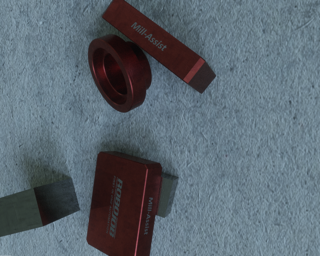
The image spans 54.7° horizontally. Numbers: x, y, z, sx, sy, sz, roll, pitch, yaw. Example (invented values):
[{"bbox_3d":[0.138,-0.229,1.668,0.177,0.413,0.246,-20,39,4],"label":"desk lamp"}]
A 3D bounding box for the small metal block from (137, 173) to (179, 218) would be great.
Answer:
[{"bbox_3d":[-0.007,0.084,0.411,0.050,0.025,0.050,15,95,19],"label":"small metal block"}]

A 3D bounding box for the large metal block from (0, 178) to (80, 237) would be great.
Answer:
[{"bbox_3d":[-0.176,0.111,0.440,0.080,0.080,0.050,-18,84,19],"label":"large metal block"}]

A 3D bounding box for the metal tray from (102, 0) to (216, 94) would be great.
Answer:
[{"bbox_3d":[0.002,-0.097,0.372,0.130,0.090,0.030,40,100,15],"label":"metal tray"}]

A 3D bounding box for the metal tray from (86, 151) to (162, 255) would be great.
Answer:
[{"bbox_3d":[-0.049,0.102,0.408,0.090,0.030,0.129,10,94,37],"label":"metal tray"}]

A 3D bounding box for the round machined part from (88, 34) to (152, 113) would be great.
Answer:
[{"bbox_3d":[-0.048,-0.072,0.398,0.098,0.042,0.097,37,143,35],"label":"round machined part"}]
